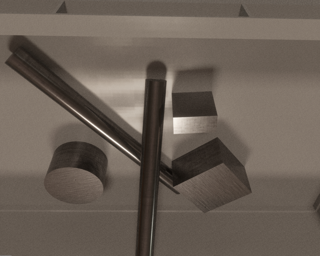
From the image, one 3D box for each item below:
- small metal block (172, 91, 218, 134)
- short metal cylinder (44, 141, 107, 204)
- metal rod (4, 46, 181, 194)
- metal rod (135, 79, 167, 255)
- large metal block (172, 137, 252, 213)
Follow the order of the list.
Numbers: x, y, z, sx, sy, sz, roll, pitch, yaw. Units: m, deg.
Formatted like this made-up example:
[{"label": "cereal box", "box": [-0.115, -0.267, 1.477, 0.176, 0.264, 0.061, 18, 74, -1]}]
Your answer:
[{"label": "small metal block", "box": [0.041, -0.019, 0.377, 0.050, 0.050, 0.025, -2, 130, 1]}, {"label": "short metal cylinder", "box": [-0.119, 0.065, 0.447, 0.081, 0.050, 0.079, 0, 130, 0]}, {"label": "metal rod", "box": [-0.065, 0.007, 0.413, 0.025, 0.025, 0.300, -33, 123, 24]}, {"label": "metal rod", "box": [-0.015, 0.087, 0.403, 0.025, 0.025, 0.298, 3, 105, -3]}, {"label": "large metal block", "box": [0.075, 0.071, 0.455, 0.080, 0.050, 0.080, -31, 124, 23]}]
